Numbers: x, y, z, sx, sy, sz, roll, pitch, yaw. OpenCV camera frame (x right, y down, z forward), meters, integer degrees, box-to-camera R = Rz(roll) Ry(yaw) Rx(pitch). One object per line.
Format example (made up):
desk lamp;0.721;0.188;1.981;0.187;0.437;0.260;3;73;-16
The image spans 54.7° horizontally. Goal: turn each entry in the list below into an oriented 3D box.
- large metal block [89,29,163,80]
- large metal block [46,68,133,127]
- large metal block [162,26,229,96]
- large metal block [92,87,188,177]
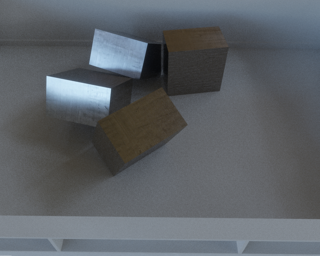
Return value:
large metal block;-0.044;-0.109;0.457;0.080;0.050;0.080;20;19;16
large metal block;-0.088;-0.042;0.401;0.080;0.050;0.080;12;20;10
large metal block;0.047;-0.096;0.450;0.081;0.080;0.050;-6;51;-6
large metal block;-0.027;0.007;0.354;0.081;0.080;0.050;-31;83;-23
